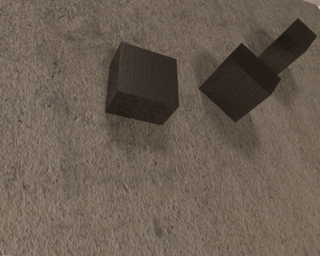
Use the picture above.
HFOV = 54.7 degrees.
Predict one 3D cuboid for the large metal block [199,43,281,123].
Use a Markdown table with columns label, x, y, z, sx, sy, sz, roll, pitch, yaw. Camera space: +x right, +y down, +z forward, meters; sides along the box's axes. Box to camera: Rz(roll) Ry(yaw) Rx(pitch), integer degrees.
| label | x | y | z | sx | sy | sz | roll | pitch | yaw |
| --- | --- | --- | --- | --- | --- | --- | --- | --- | --- |
| large metal block | 0.121 | -0.068 | 0.478 | 0.080 | 0.080 | 0.050 | 43 | 51 | 1 |

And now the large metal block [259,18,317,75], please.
| label | x | y | z | sx | sy | sz | roll | pitch | yaw |
| --- | --- | --- | --- | --- | --- | --- | --- | --- | --- |
| large metal block | 0.242 | -0.153 | 0.595 | 0.050 | 0.080 | 0.080 | 45 | 51 | 2 |

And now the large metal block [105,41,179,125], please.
| label | x | y | z | sx | sy | sz | roll | pitch | yaw |
| --- | --- | --- | --- | --- | --- | --- | --- | --- | --- |
| large metal block | -0.024 | -0.057 | 0.412 | 0.081 | 0.050 | 0.080 | 13 | 56 | -22 |
